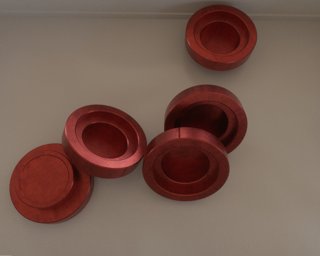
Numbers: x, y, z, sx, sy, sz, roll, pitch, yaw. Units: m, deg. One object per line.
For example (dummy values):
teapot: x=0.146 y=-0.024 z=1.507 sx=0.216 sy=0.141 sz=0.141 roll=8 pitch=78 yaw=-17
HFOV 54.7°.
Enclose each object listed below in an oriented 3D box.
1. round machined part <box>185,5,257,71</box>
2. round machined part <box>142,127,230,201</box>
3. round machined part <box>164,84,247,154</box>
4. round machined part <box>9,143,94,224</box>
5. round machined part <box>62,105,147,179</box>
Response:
round machined part: x=0.085 y=-0.125 z=0.447 sx=0.099 sy=0.042 sz=0.098 roll=0 pitch=70 yaw=0
round machined part: x=0.030 y=0.038 z=0.367 sx=0.099 sy=0.097 sz=0.042 roll=2 pitch=35 yaw=1
round machined part: x=0.055 y=-0.010 z=0.385 sx=0.099 sy=0.097 sz=0.042 roll=2 pitch=33 yaw=0
round machined part: x=-0.133 y=0.065 z=0.376 sx=0.099 sy=0.042 sz=0.098 roll=0 pitch=70 yaw=0
round machined part: x=-0.069 y=0.021 z=0.377 sx=0.099 sy=0.042 sz=0.098 roll=17 pitch=42 yaw=-16
